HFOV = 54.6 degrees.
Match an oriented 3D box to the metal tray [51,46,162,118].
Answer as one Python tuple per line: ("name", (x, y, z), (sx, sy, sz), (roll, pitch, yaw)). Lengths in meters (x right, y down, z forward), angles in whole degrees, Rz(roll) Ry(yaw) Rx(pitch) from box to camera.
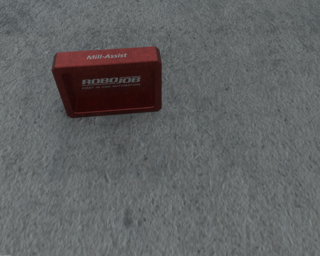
("metal tray", (-0.064, -0.058, 0.409), (0.131, 0.090, 0.030), (-5, 50, -4))
